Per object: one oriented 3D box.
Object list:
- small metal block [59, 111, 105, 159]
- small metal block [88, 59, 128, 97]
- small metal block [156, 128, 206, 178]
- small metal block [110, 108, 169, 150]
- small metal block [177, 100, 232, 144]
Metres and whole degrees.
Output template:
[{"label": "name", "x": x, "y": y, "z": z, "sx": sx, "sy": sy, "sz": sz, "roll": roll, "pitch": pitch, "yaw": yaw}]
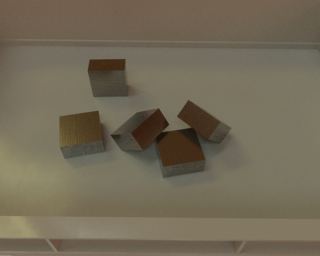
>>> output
[{"label": "small metal block", "x": -0.100, "y": 0.008, "z": 0.397, "sx": 0.050, "sy": 0.025, "sz": 0.050, "roll": -9, "pitch": 51, "yaw": -8}, {"label": "small metal block", "x": -0.074, "y": -0.072, "z": 0.448, "sx": 0.050, "sy": 0.050, "sz": 0.025, "roll": -1, "pitch": 50, "yaw": -2}, {"label": "small metal block", "x": 0.023, "y": 0.030, "z": 0.381, "sx": 0.050, "sy": 0.025, "sz": 0.050, "roll": -8, "pitch": 51, "yaw": -8}, {"label": "small metal block", "x": -0.025, "y": 0.002, "z": 0.385, "sx": 0.050, "sy": 0.025, "sz": 0.050, "roll": -44, "pitch": 22, "yaw": -30}, {"label": "small metal block", "x": 0.057, "y": -0.007, "z": 0.393, "sx": 0.050, "sy": 0.050, "sz": 0.025, "roll": 38, "pitch": 100, "yaw": 27}]
